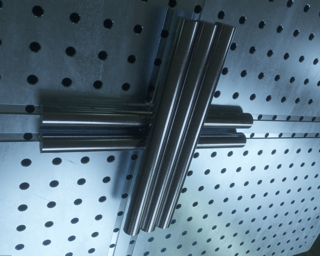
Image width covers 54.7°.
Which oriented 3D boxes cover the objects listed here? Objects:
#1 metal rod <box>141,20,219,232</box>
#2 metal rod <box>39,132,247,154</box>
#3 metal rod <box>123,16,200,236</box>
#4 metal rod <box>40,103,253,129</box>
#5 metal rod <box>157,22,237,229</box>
[{"bbox_3d":[0.017,0.016,0.400,0.025,0.025,0.298,1,118,-29],"label":"metal rod"},{"bbox_3d":[-0.002,0.018,0.423,0.303,0.025,0.025,1,118,-29],"label":"metal rod"},{"bbox_3d":[-0.006,0.016,0.387,0.025,0.025,0.298,1,118,-29],"label":"metal rod"},{"bbox_3d":[0.004,-0.013,0.407,0.303,0.025,0.025,1,118,-29],"label":"metal rod"},{"bbox_3d":[0.039,0.014,0.411,0.025,0.025,0.298,1,118,-29],"label":"metal rod"}]
